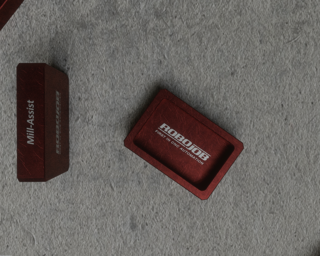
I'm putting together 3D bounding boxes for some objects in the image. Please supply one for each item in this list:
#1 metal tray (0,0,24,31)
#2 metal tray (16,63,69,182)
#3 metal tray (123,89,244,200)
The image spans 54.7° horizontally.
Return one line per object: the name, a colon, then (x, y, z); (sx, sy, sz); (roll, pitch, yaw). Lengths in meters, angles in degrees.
metal tray: (-0.256, -0.186, 0.405); (0.130, 0.030, 0.090); (37, 90, 0)
metal tray: (-0.138, -0.006, 0.376); (0.030, 0.090, 0.129); (0, 90, 0)
metal tray: (0.030, 0.021, 0.407); (0.130, 0.030, 0.090); (35, 90, 0)
